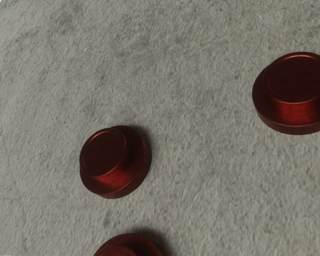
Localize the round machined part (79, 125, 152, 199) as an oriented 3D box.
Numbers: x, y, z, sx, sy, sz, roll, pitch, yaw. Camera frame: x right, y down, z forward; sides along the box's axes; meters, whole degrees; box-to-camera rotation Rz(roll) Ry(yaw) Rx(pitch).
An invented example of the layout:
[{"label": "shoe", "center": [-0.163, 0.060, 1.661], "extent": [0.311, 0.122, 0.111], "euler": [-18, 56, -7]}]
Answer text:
[{"label": "round machined part", "center": [-0.064, 0.039, 0.401], "extent": [0.098, 0.042, 0.098], "euler": [-13, 56, 20]}]

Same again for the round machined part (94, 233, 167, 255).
[{"label": "round machined part", "center": [-0.038, 0.158, 0.315], "extent": [0.098, 0.042, 0.098], "euler": [-13, 56, 20]}]

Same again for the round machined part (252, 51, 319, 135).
[{"label": "round machined part", "center": [0.151, -0.045, 0.341], "extent": [0.098, 0.042, 0.098], "euler": [-13, 56, 20]}]
